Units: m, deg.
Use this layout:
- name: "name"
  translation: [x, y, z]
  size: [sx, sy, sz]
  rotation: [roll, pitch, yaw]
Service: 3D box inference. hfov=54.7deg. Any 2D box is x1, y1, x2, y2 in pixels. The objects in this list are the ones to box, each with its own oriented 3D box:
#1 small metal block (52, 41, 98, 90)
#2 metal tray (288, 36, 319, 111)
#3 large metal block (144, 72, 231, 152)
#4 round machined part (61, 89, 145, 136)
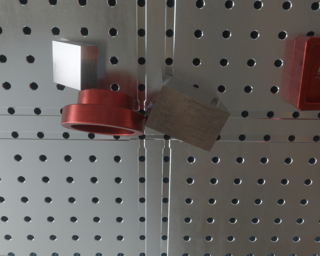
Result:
- name: "small metal block"
  translation: [-0.102, -0.076, 0.371]
  size: [0.050, 0.025, 0.050]
  rotation: [19, 114, 32]
- name: "metal tray"
  translation: [0.236, -0.070, 0.388]
  size: [0.131, 0.030, 0.089]
  rotation: [-2, 110, 0]
- name: "large metal block"
  translation: [0.030, -0.023, 0.376]
  size: [0.080, 0.080, 0.050]
  rotation: [22, 108, -9]
- name: "round machined part"
  translation: [-0.066, -0.018, 0.374]
  size: [0.099, 0.098, 0.042]
  rotation: [5, 81, -3]
